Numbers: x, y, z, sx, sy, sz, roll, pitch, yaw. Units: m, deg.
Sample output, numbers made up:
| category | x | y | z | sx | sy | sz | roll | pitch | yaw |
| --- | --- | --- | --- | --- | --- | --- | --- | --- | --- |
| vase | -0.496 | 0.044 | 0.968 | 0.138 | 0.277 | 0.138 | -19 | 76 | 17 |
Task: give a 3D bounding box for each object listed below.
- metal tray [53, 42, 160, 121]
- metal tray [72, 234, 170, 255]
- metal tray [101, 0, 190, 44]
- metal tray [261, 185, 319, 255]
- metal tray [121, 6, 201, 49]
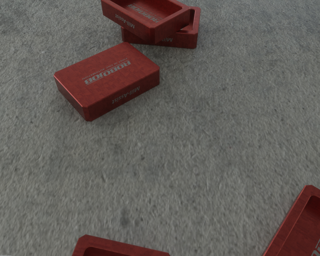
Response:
| category | x | y | z | sx | sy | sz | roll | pitch | yaw |
| --- | --- | --- | --- | --- | --- | --- | --- | --- | --- |
| metal tray | -0.076 | -0.074 | 0.461 | 0.131 | 0.030 | 0.090 | -32 | 57 | -24 |
| metal tray | -0.046 | 0.165 | 0.260 | 0.090 | 0.030 | 0.130 | 10 | 51 | 8 |
| metal tray | -0.025 | -0.199 | 0.526 | 0.091 | 0.030 | 0.130 | -37 | 60 | -27 |
| metal tray | 0.152 | 0.127 | 0.294 | 0.090 | 0.030 | 0.131 | 33 | 57 | 24 |
| metal tray | 0.004 | -0.186 | 0.556 | 0.131 | 0.030 | 0.090 | 7 | 50 | 5 |
